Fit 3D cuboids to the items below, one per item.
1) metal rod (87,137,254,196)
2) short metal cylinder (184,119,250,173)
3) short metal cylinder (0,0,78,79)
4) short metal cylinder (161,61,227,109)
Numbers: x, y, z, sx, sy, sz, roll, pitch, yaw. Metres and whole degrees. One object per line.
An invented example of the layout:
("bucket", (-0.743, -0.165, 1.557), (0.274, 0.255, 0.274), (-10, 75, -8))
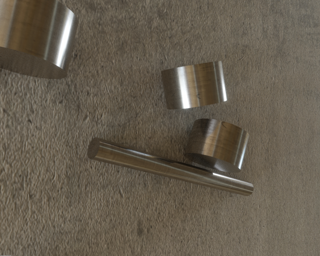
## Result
("metal rod", (0.038, 0.063, 0.436), (0.302, 0.025, 0.025), (20, 77, -38))
("short metal cylinder", (0.080, 0.026, 0.436), (0.080, 0.080, 0.050), (30, 72, -36))
("short metal cylinder", (-0.117, -0.080, 0.270), (0.081, 0.080, 0.050), (16, 80, -39))
("short metal cylinder", (0.045, -0.056, 0.406), (0.081, 0.080, 0.050), (-16, 101, -39))
